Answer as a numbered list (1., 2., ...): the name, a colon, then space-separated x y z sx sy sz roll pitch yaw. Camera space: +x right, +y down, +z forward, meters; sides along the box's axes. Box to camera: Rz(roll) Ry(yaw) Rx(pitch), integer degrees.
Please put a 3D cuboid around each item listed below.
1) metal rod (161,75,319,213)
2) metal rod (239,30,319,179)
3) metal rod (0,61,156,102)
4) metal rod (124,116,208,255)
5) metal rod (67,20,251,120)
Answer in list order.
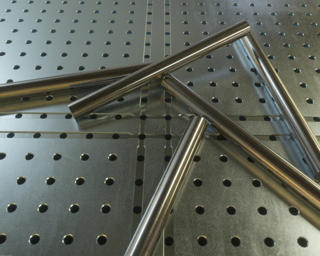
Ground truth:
1. metal rod: 0.109 0.018 0.393 0.025 0.025 0.300 -34 58 -25
2. metal rod: 0.171 -0.060 0.459 0.025 0.025 0.300 -7 50 -6
3. metal rod: -0.135 -0.068 0.463 0.302 0.025 0.025 -10 51 -9
4. metal rod: -0.007 0.098 0.324 0.025 0.025 0.301 18 52 14
5. metal rod: 0.007 -0.091 0.460 0.302 0.025 0.025 -28 56 -14
